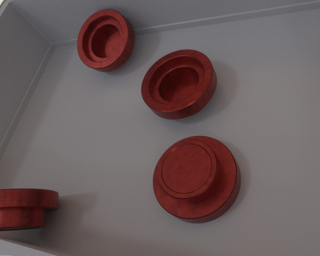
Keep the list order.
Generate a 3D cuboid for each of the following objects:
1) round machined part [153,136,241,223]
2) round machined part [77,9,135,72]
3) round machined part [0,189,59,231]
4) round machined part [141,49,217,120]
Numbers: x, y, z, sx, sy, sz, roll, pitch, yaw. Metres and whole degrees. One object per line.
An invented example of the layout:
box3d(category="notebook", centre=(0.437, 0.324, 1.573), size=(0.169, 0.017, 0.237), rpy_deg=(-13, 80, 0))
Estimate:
box3d(category="round machined part", centre=(0.036, 0.052, 0.344), size=(0.098, 0.042, 0.098), rpy_deg=(-13, 56, 20))
box3d(category="round machined part", centre=(-0.083, -0.139, 0.508), size=(0.098, 0.042, 0.097), rpy_deg=(-3, 83, 24))
box3d(category="round machined part", centre=(-0.179, 0.105, 0.388), size=(0.098, 0.098, 0.042), rpy_deg=(-13, 69, 21))
box3d(category="round machined part", centre=(0.028, -0.053, 0.411), size=(0.098, 0.042, 0.098), rpy_deg=(-13, 56, 20))
